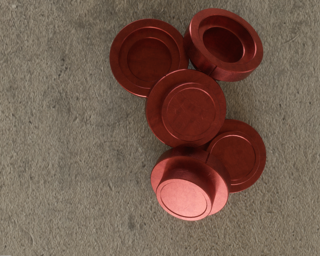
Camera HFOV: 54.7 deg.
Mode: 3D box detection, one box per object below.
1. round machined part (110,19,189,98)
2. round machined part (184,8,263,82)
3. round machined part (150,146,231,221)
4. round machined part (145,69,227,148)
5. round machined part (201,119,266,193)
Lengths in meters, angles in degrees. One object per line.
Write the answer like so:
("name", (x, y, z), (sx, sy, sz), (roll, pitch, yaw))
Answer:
("round machined part", (-0.013, -0.087, 0.402), (0.099, 0.042, 0.097), (0, 90, -1))
("round machined part", (0.075, -0.099, 0.390), (0.099, 0.042, 0.098), (8, 63, -16))
("round machined part", (0.034, 0.074, 0.378), (0.098, 0.042, 0.097), (11, 125, 16))
("round machined part", (0.033, -0.021, 0.370), (0.099, 0.042, 0.097), (-2, 101, -8))
("round machined part", (0.090, 0.037, 0.404), (0.099, 0.042, 0.097), (0, 90, -1))
